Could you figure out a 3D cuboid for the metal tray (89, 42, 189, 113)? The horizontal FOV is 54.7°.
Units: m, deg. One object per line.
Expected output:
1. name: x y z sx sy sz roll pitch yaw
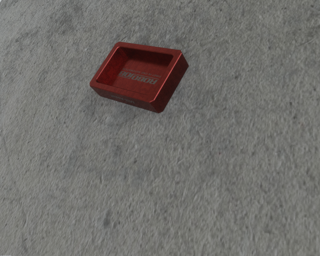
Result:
1. metal tray: -0.034 -0.080 0.465 0.130 0.030 0.090 18 71 34
